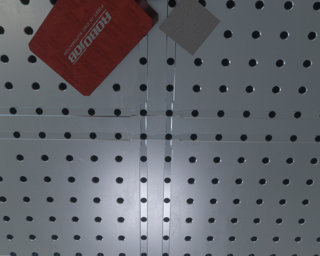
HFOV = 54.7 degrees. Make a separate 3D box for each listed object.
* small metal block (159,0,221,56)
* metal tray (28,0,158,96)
[{"bbox_3d":[0.035,-0.123,0.368,0.050,0.025,0.050,36,106,-13],"label":"small metal block"},{"bbox_3d":[-0.077,-0.108,0.351,0.090,0.030,0.130,42,121,-14],"label":"metal tray"}]
